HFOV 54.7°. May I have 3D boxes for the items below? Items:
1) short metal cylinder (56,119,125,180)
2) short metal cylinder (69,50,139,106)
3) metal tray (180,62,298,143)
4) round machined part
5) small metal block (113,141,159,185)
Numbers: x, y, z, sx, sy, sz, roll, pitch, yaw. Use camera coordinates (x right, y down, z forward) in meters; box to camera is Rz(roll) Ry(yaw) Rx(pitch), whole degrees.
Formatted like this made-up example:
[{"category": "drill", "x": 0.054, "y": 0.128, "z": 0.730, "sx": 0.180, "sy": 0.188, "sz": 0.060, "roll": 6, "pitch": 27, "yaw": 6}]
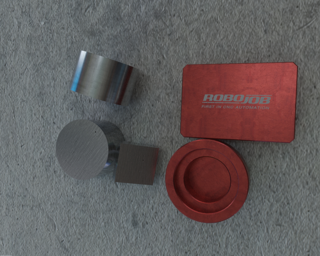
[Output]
[{"category": "short metal cylinder", "x": -0.095, "y": 0.028, "z": 0.429, "sx": 0.080, "sy": 0.050, "sz": 0.080, "roll": 0, "pitch": 90, "yaw": 20}, {"category": "short metal cylinder", "x": -0.073, "y": -0.064, "z": 0.405, "sx": 0.080, "sy": 0.080, "sz": 0.050, "roll": 20, "pitch": 97, "yaw": 19}, {"category": "metal tray", "x": 0.093, "y": -0.031, "z": 0.374, "sx": 0.130, "sy": 0.030, "sz": 0.089, "roll": 3, "pitch": 91, "yaw": 19}, {"category": "round machined part", "x": 0.060, "y": 0.062, "z": 0.379, "sx": 0.098, "sy": 0.042, "sz": 0.097, "roll": 0, "pitch": 90, "yaw": 20}, {"category": "small metal block", "x": -0.032, "y": 0.046, "z": 0.408, "sx": 0.050, "sy": 0.025, "sz": 0.050, "roll": 8, "pitch": 94, "yaw": -16}]
